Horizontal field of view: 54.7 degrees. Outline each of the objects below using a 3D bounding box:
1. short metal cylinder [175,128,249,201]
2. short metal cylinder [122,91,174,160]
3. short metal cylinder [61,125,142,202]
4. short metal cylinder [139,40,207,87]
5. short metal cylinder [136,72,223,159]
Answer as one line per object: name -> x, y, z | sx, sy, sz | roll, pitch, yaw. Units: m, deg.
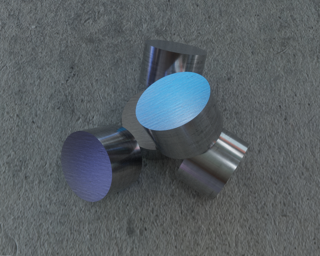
short metal cylinder -> 0.061, 0.038, 0.366 | 0.050, 0.080, 0.080 | 33, 73, 11
short metal cylinder -> -0.006, -0.003, 0.397 | 0.081, 0.050, 0.080 | 0, 70, -1
short metal cylinder -> -0.068, 0.039, 0.360 | 0.080, 0.050, 0.079 | 7, 102, 34
short metal cylinder -> 0.016, -0.081, 0.403 | 0.080, 0.080, 0.050 | 13, 114, 4
short metal cylinder -> 0.021, -0.014, 0.330 | 0.080, 0.050, 0.080 | -15, 46, 17
